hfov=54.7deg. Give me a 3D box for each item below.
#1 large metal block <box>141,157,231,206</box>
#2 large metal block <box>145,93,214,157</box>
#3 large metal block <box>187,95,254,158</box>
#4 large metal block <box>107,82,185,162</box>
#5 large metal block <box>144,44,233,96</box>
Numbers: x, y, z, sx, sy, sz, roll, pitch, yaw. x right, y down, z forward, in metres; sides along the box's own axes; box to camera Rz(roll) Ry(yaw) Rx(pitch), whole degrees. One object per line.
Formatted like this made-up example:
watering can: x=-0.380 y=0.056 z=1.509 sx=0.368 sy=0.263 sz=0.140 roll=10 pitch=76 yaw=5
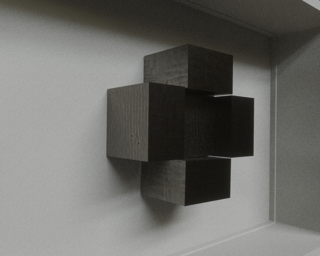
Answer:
large metal block: x=0.033 y=0.062 z=0.396 sx=0.081 sy=0.080 sz=0.050 roll=2 pitch=89 yaw=-40
large metal block: x=0.025 y=-0.003 z=0.408 sx=0.081 sy=0.050 sz=0.080 roll=1 pitch=90 yaw=-40
large metal block: x=0.084 y=-0.002 z=0.440 sx=0.050 sy=0.080 sz=0.080 roll=1 pitch=90 yaw=-40
large metal block: x=-0.018 y=-0.006 z=0.354 sx=0.050 sy=0.080 sz=0.080 roll=1 pitch=90 yaw=-40
large metal block: x=0.036 y=-0.068 z=0.398 sx=0.081 sy=0.080 sz=0.050 roll=1 pitch=90 yaw=-40
